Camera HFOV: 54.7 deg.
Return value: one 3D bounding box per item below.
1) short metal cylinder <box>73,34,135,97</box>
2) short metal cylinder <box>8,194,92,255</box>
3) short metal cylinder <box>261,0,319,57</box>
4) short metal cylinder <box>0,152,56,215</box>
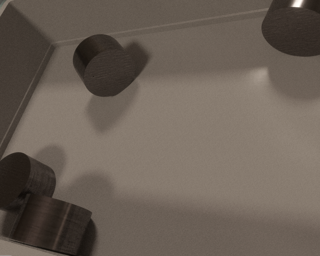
[{"bbox_3d":[-0.085,-0.094,0.471,0.080,0.080,0.050,-39,51,1],"label":"short metal cylinder"},{"bbox_3d":[-0.127,0.114,0.365,0.080,0.080,0.050,1,62,28],"label":"short metal cylinder"},{"bbox_3d":[0.167,-0.129,0.362,0.080,0.080,0.050,16,70,34],"label":"short metal cylinder"},{"bbox_3d":[-0.198,0.081,0.441,0.080,0.050,0.080,-13,56,20],"label":"short metal cylinder"}]
